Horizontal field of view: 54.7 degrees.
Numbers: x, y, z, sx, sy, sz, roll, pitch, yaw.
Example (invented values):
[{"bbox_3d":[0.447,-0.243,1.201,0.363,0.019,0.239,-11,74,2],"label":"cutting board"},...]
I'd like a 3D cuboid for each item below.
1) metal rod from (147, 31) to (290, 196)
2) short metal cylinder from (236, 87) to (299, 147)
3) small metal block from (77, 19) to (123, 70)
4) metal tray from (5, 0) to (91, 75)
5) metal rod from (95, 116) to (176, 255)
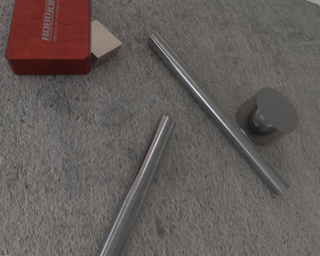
[{"bbox_3d":[0.083,-0.026,0.464,0.025,0.025,0.300,-33,80,-38],"label":"metal rod"},{"bbox_3d":[0.168,-0.017,0.489,0.081,0.050,0.080,14,56,-21],"label":"short metal cylinder"},{"bbox_3d":[-0.089,-0.115,0.426,0.050,0.025,0.050,44,51,2],"label":"small metal block"},{"bbox_3d":[-0.134,-0.126,0.388,0.091,0.030,0.130,-2,61,-9],"label":"metal tray"},{"bbox_3d":[-0.039,0.101,0.320,0.025,0.025,0.301,31,52,-9],"label":"metal rod"}]
